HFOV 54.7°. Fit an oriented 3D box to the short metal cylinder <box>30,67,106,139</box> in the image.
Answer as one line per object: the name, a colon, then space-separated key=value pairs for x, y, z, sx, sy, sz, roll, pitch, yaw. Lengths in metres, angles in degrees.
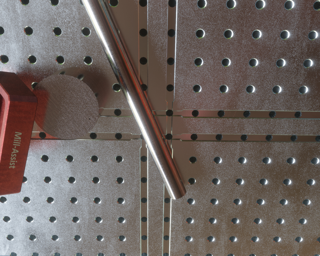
short metal cylinder: x=-0.112 y=-0.032 z=0.387 sx=0.081 sy=0.050 sz=0.079 roll=0 pitch=110 yaw=0

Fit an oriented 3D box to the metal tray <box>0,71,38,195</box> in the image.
metal tray: x=-0.191 y=0.005 z=0.379 sx=0.030 sy=0.090 sz=0.129 roll=0 pitch=117 yaw=-43

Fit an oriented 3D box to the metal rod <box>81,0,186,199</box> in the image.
metal rod: x=-0.029 y=-0.035 z=0.400 sx=0.025 sy=0.025 sz=0.299 roll=-21 pitch=109 yaw=7
